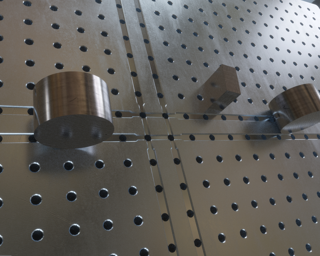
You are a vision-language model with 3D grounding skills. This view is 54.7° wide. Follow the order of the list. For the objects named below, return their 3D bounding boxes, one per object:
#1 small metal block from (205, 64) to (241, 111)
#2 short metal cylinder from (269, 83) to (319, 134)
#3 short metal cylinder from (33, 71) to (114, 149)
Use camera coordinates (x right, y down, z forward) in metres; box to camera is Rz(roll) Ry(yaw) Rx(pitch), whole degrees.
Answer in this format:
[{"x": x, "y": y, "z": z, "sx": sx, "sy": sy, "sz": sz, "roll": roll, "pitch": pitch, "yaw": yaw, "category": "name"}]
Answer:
[{"x": 0.096, "y": -0.062, "z": 0.482, "sx": 0.025, "sy": 0.050, "sz": 0.050, "roll": 11, "pitch": 57, "yaw": -23, "category": "small metal block"}, {"x": 0.230, "y": -0.031, "z": 0.515, "sx": 0.081, "sy": 0.080, "sz": 0.050, "roll": -3, "pitch": 63, "yaw": -30, "category": "short metal cylinder"}, {"x": -0.093, "y": -0.016, "z": 0.333, "sx": 0.081, "sy": 0.080, "sz": 0.050, "roll": 2, "pitch": 62, "yaw": -28, "category": "short metal cylinder"}]
